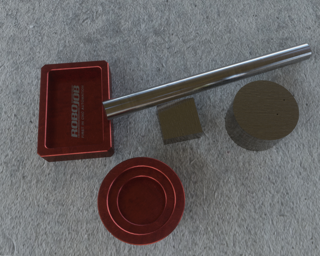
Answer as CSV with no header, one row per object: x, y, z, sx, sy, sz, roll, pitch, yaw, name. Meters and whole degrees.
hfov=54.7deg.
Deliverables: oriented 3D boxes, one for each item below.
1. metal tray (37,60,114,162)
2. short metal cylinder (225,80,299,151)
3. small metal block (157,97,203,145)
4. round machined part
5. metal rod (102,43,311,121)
-0.110,-0.024,0.412,0.091,0.030,0.129,-5,70,-2,metal tray
0.130,-0.015,0.402,0.081,0.050,0.080,0,70,0,short metal cylinder
0.025,-0.009,0.412,0.050,0.025,0.050,-11,71,-5,small metal block
-0.021,0.087,0.367,0.099,0.042,0.098,0,70,-1,round machined part
0.072,-0.066,0.416,0.302,0.025,0.025,-18,71,-13,metal rod
